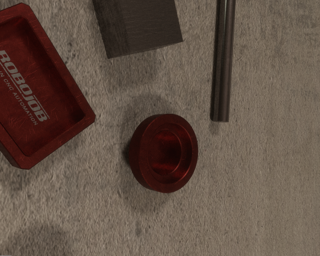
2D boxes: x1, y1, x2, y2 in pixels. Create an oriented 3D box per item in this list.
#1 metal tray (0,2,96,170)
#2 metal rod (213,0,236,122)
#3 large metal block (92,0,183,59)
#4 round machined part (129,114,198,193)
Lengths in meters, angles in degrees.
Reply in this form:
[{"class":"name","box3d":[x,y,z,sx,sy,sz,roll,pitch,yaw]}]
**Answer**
[{"class":"metal tray","box3d":[-0.131,-0.038,0.291,0.090,0.030,0.130,-42,116,-32]},{"class":"metal rod","box3d":[0.106,-0.158,0.495,0.025,0.025,0.298,7,86,-40]},{"class":"large metal block","box3d":[-0.026,-0.132,0.368,0.081,0.050,0.079,-23,105,-38]},{"class":"round machined part","box3d":[0.000,0.031,0.396,0.099,0.042,0.097,0,90,-40]}]
